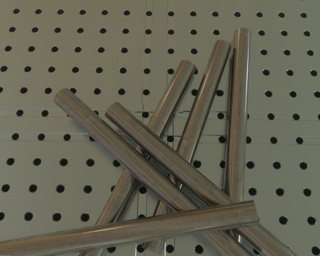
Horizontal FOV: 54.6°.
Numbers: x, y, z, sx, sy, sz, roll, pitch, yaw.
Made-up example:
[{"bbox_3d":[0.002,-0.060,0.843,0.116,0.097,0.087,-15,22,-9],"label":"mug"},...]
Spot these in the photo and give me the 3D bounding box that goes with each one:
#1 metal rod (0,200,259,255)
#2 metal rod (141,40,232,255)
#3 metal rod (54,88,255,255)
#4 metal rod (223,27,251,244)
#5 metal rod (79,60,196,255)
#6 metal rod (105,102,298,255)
[{"bbox_3d":[-0.049,0.115,0.335,0.301,0.025,0.025,-12,70,9],"label":"metal rod"},{"bbox_3d":[0.041,0.010,0.408,0.025,0.025,0.300,19,71,7],"label":"metal rod"},{"bbox_3d":[-0.015,0.054,0.364,0.300,0.025,0.025,41,75,13],"label":"metal rod"},{"bbox_3d":[0.103,-0.003,0.413,0.025,0.025,0.299,7,70,3],"label":"metal rod"},{"bbox_3d":[-0.024,0.038,0.397,0.025,0.025,0.300,24,72,8],"label":"metal rod"},{"bbox_3d":[0.051,0.071,0.358,0.300,0.025,0.025,40,75,13],"label":"metal rod"}]
